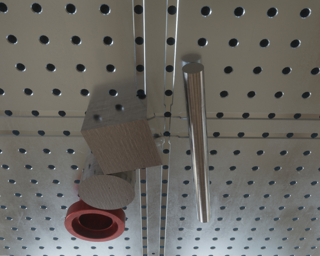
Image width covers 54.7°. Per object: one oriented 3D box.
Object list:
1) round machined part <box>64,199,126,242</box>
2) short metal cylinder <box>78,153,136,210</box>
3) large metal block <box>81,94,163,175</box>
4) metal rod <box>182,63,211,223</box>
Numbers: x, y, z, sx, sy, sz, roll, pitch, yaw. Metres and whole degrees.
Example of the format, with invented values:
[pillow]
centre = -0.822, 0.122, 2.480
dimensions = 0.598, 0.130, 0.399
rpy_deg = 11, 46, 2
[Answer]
[round machined part]
centre = -0.108, 0.149, 0.526
dimensions = 0.099, 0.042, 0.097
rpy_deg = -1, 130, 0
[short metal cylinder]
centre = -0.076, 0.077, 0.460
dimensions = 0.081, 0.050, 0.079
rpy_deg = 0, 130, 0
[large metal block]
centre = -0.045, 0.010, 0.403
dimensions = 0.080, 0.050, 0.080
rpy_deg = -11, 130, 8
[metal rod]
centre = 0.058, 0.044, 0.449
dimensions = 0.025, 0.025, 0.298
rpy_deg = -6, 130, 5
